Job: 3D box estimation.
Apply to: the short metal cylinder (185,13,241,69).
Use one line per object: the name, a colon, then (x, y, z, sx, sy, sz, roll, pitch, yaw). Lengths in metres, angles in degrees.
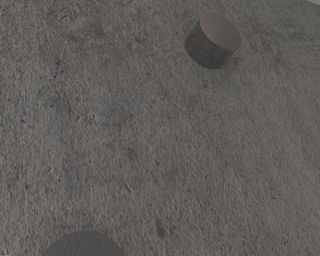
short metal cylinder: (0.090, -0.147, 0.526, 0.081, 0.050, 0.080, 14, 56, -21)

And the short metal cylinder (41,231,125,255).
short metal cylinder: (-0.071, 0.135, 0.267, 0.081, 0.050, 0.080, 14, 56, -21)
